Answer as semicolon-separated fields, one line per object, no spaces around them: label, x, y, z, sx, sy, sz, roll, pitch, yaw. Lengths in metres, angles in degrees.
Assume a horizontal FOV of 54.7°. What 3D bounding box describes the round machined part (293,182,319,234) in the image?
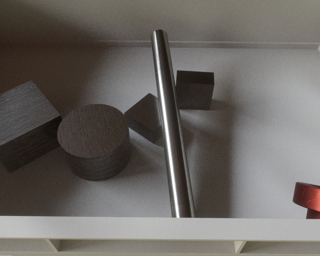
round machined part;0.182;0.085;0.302;0.098;0.098;0.042;11;87;9

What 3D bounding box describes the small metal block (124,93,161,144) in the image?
small metal block;-0.012;-0.014;0.417;0.050;0.025;0.050;33;57;24

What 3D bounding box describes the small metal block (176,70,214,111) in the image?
small metal block;0.047;-0.052;0.433;0.050;0.050;0.025;4;50;3

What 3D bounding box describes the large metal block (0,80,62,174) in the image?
large metal block;-0.175;-0.004;0.390;0.081;0.050;0.080;-32;57;-24

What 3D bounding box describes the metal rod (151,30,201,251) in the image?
metal rod;0.013;-0.008;0.382;0.025;0.025;0.299;-4;59;-4

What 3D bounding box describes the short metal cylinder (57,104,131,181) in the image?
short metal cylinder;-0.077;0.017;0.374;0.081;0.050;0.080;0;50;0
